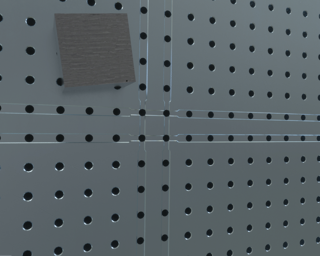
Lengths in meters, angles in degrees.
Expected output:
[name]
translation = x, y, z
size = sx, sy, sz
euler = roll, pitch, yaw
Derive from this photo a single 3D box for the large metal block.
[large metal block]
translation = -0.079, -0.089, 0.370
size = 0.081, 0.050, 0.079
euler = -8, 93, -20
